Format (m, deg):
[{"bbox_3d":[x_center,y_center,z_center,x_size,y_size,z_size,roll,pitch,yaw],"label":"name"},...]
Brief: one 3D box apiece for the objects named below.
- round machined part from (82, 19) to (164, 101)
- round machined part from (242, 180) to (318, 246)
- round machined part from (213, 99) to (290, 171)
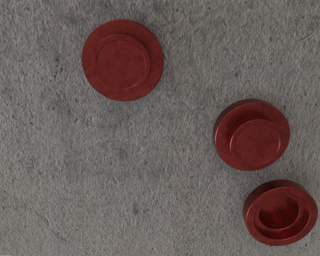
[{"bbox_3d":[-0.045,-0.079,0.371,0.099,0.042,0.097,0,110,0],"label":"round machined part"},{"bbox_3d":[0.168,0.116,0.445,0.099,0.042,0.097,0,110,0],"label":"round machined part"},{"bbox_3d":[0.122,0.014,0.407,0.099,0.042,0.097,0,110,0],"label":"round machined part"}]
